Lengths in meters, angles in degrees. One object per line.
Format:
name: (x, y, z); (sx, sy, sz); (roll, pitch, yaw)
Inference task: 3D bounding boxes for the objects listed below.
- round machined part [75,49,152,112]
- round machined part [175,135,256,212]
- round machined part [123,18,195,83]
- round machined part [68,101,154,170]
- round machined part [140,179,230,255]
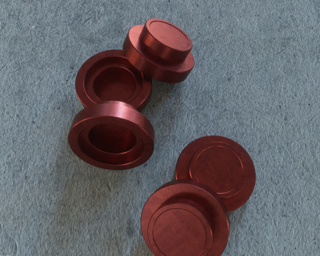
round machined part: (-0.059, -0.053, 0.417); (0.099, 0.042, 0.098); (0, 68, 0)
round machined part: (0.068, 0.055, 0.379); (0.099, 0.042, 0.098); (0, 70, 0)
round machined part: (0.004, -0.108, 0.413); (0.099, 0.042, 0.098); (19, 42, -17)
round machined part: (-0.056, 0.006, 0.372); (0.099, 0.097, 0.042); (2, 47, 1)
round machined part: (0.025, 0.108, 0.338); (0.098, 0.042, 0.097); (1, 95, 15)
